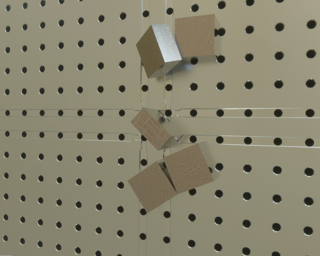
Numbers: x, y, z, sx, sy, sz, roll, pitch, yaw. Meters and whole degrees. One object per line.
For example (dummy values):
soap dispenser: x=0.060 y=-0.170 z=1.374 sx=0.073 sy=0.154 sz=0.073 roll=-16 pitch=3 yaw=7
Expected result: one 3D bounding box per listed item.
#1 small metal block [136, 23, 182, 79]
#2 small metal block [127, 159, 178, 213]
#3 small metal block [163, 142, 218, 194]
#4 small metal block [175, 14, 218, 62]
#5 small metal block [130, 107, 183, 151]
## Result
small metal block: x=-0.003 y=-0.098 z=0.398 sx=0.050 sy=0.025 sz=0.050 roll=-30 pitch=77 yaw=59
small metal block: x=-0.006 y=0.077 z=0.414 sx=0.050 sy=0.025 sz=0.050 roll=-36 pitch=79 yaw=16
small metal block: x=0.039 y=0.051 z=0.398 sx=0.050 sy=0.025 sz=0.050 roll=-24 pitch=82 yaw=18
small metal block: x=0.047 y=-0.114 z=0.396 sx=0.050 sy=0.025 sz=0.050 roll=0 pitch=90 yaw=19
small metal block: x=-0.003 y=0.001 z=0.400 sx=0.050 sy=0.050 sz=0.025 roll=46 pitch=104 yaw=14
